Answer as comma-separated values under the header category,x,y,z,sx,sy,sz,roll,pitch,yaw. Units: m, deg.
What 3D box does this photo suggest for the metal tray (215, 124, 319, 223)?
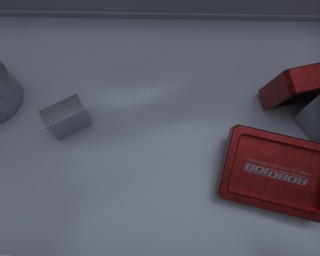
category,x,y,z,sx,sy,sz,roll,pitch,yaw
metal tray,0.142,0.053,0.374,0.131,0.030,0.089,13,90,4

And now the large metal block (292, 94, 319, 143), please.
category,x,y,z,sx,sy,sz,roll,pitch,yaw
large metal block,0.226,-0.008,0.386,0.050,0.080,0.080,-32,74,-11

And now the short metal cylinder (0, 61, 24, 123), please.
category,x,y,z,sx,sy,sz,roll,pitch,yaw
short metal cylinder,-0.232,-0.049,0.412,0.081,0.050,0.080,0,70,0

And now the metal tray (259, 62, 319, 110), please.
category,x,y,z,sx,sy,sz,roll,pitch,yaw
metal tray,0.206,-0.058,0.395,0.131,0.090,0.030,-12,82,-4

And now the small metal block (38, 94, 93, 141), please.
category,x,y,z,sx,sy,sz,roll,pitch,yaw
small metal block,-0.120,-0.013,0.400,0.050,0.050,0.025,-27,73,-10
